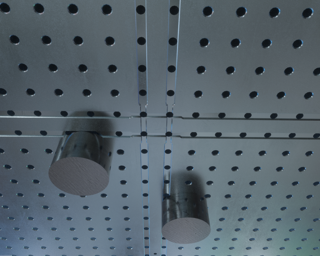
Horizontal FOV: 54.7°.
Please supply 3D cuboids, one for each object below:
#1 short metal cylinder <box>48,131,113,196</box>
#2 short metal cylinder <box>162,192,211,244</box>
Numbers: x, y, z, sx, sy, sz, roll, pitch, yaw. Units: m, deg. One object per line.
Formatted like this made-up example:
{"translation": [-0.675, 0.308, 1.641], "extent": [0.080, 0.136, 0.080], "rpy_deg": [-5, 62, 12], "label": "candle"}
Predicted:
{"translation": [-0.109, 0.051, 0.437], "extent": [0.081, 0.050, 0.079], "rpy_deg": [0, 130, 0], "label": "short metal cylinder"}
{"translation": [0.043, 0.153, 0.526], "extent": [0.081, 0.050, 0.079], "rpy_deg": [0, 130, 0], "label": "short metal cylinder"}
